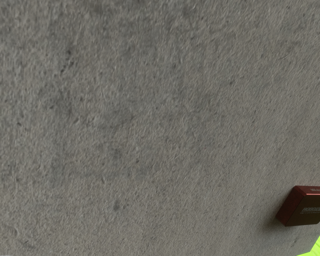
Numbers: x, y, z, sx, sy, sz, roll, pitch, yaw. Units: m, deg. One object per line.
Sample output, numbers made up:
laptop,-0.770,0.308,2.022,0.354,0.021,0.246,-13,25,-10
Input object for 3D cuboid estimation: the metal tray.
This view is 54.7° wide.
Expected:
metal tray,0.331,0.176,0.698,0.131,0.030,0.089,8,114,-33
